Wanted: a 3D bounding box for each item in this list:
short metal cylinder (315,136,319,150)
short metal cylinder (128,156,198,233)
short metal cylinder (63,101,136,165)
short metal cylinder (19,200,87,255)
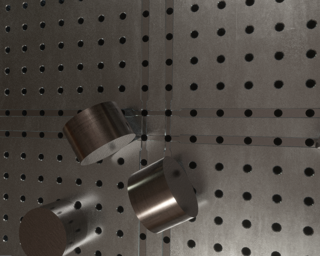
[{"bbox_3d":[0.205,0.002,0.312,0.050,0.080,0.080,35,101,16],"label":"short metal cylinder"},{"bbox_3d":[0.005,0.081,0.381,0.050,0.080,0.080,-30,81,17],"label":"short metal cylinder"},{"bbox_3d":[-0.080,0.008,0.410,0.080,0.080,0.050,-34,79,16],"label":"short metal cylinder"},{"bbox_3d":[-0.155,0.150,0.452,0.080,0.050,0.079,0,90,19],"label":"short metal cylinder"}]
